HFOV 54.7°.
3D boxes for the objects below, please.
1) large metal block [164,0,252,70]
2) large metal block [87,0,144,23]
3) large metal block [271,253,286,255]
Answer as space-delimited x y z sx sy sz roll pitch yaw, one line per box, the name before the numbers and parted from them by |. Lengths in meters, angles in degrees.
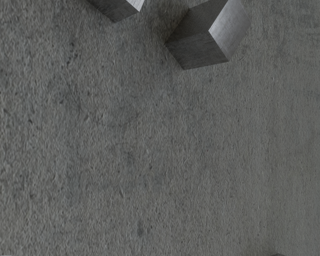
large metal block | 0.066 -0.130 0.423 0.050 0.080 0.080 47 62 -30
large metal block | -0.053 -0.179 0.343 0.080 0.050 0.080 32 70 -35
large metal block | 0.232 0.273 0.563 0.081 0.080 0.050 7 86 -40
